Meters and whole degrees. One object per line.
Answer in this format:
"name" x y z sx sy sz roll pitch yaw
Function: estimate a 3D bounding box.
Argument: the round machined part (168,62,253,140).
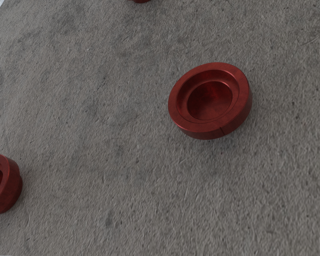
"round machined part" 0.063 -0.029 0.378 0.098 0.042 0.098 -13 56 21

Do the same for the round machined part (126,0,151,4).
"round machined part" -0.032 -0.273 0.577 0.098 0.042 0.098 -13 56 21

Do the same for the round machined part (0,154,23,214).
"round machined part" -0.250 0.092 0.468 0.098 0.042 0.098 -13 56 21
